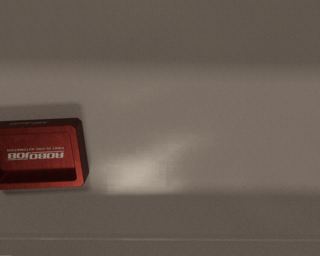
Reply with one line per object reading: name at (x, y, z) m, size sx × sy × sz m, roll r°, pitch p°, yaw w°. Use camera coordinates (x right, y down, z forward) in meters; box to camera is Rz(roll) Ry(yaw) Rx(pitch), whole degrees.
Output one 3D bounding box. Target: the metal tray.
metal tray at (-0.169, 0.036, 0.419) m, size 0.131 × 0.030 × 0.089 m, roll -3°, pitch 110°, yaw 0°
